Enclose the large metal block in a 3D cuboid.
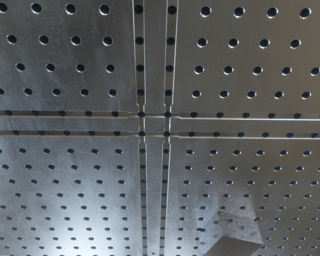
[{"bbox_3d":[0.127,0.204,0.571,0.081,0.050,0.079,16,128,-14],"label":"large metal block"}]
